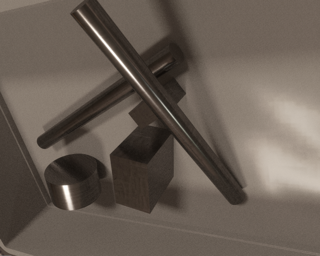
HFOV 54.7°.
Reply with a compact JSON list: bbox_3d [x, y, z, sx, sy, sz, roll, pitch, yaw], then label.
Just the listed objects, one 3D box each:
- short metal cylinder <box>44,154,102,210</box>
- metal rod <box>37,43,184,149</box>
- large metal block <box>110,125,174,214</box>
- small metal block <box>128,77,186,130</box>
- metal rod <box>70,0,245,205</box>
[{"bbox_3d":[-0.138,0.085,0.496,0.080,0.080,0.050,11,123,22],"label":"short metal cylinder"},{"bbox_3d":[-0.089,-0.030,0.434,0.299,0.025,0.025,-27,104,37],"label":"metal rod"},{"bbox_3d":[-0.020,0.052,0.414,0.050,0.080,0.079,12,124,21],"label":"large metal block"},{"bbox_3d":[-0.003,-0.030,0.374,0.050,0.050,0.025,-31,102,37],"label":"small metal block"},{"bbox_3d":[0.018,-0.006,0.335,0.025,0.025,0.300,-16,129,34],"label":"metal rod"}]
